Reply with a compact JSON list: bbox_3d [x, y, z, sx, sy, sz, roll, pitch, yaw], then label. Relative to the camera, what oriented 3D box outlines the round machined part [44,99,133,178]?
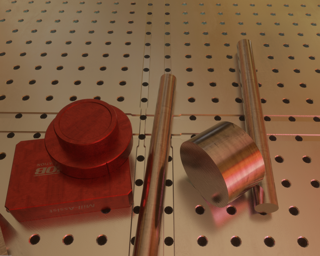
[{"bbox_3d":[-0.081,0.005,0.352,0.099,0.042,0.098,0,50,0],"label":"round machined part"}]

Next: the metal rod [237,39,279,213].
[{"bbox_3d":[0.129,-0.027,0.431,0.025,0.025,0.300,4,50,3],"label":"metal rod"}]

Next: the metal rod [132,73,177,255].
[{"bbox_3d":[-0.003,0.041,0.372,0.025,0.025,0.300,5,50,4],"label":"metal rod"}]

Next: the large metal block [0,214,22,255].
[{"bbox_3d":[-0.171,0.133,0.277,0.081,0.050,0.080,-24,54,-19],"label":"large metal block"}]

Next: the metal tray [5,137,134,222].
[{"bbox_3d":[-0.100,0.052,0.359,0.131,0.030,0.090,-6,50,-6],"label":"metal tray"}]

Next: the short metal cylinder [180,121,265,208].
[{"bbox_3d":[0.066,0.039,0.340,0.050,0.080,0.080,-28,56,-21],"label":"short metal cylinder"}]
